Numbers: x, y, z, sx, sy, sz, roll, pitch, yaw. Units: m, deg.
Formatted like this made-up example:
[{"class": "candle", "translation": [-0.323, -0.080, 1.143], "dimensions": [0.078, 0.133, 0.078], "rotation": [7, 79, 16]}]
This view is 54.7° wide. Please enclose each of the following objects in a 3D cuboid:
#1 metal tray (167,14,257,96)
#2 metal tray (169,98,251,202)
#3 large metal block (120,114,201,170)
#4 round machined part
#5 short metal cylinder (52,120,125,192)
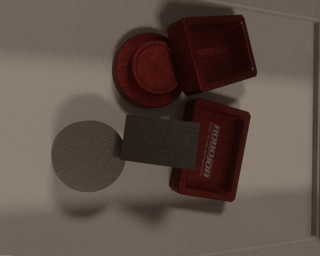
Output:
[{"class": "metal tray", "translation": [0.074, -0.100, 0.412], "dimensions": [0.131, 0.030, 0.089], "rotation": [-20, 98, -41]}, {"class": "metal tray", "translation": [0.071, 0.032, 0.435], "dimensions": [0.091, 0.030, 0.129], "rotation": [13, 85, -20]}, {"class": "large metal block", "translation": [0.006, 0.018, 0.369], "dimensions": [0.080, 0.080, 0.050], "rotation": [7, 87, 9]}, {"class": "round machined part", "translation": [-0.009, -0.075, 0.399], "dimensions": [0.099, 0.042, 0.097], "rotation": [0, 90, -20]}, {"class": "short metal cylinder", "translation": [-0.086, 0.031, 0.366], "dimensions": [0.081, 0.050, 0.079], "rotation": [0, 90, -20]}]
